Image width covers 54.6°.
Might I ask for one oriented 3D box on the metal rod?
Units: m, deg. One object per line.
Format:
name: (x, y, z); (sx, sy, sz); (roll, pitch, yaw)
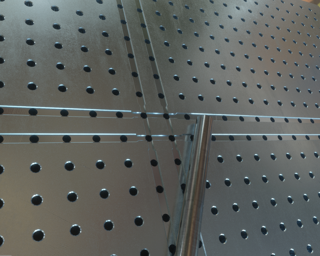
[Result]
metal rod: (0.036, 0.107, 0.361); (0.025, 0.025, 0.300); (24, 53, -14)
